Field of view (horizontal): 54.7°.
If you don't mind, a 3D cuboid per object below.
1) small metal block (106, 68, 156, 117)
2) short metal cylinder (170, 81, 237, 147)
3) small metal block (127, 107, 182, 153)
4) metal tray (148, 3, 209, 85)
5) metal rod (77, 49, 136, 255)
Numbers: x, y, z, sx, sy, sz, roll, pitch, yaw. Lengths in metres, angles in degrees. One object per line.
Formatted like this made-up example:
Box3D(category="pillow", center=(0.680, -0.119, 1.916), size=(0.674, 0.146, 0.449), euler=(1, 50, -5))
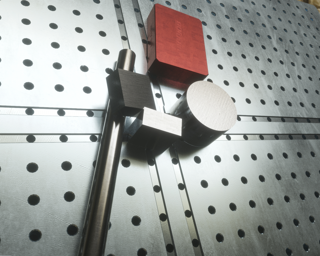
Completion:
Box3D(category="small metal block", center=(-0.036, -0.042, 0.384), size=(0.050, 0.025, 0.050), euler=(6, 64, -45))
Box3D(category="short metal cylinder", center=(0.061, -0.020, 0.439), size=(0.081, 0.050, 0.080), euler=(14, 56, -21))
Box3D(category="small metal block", center=(-0.007, 0.004, 0.387), size=(0.050, 0.050, 0.025), euler=(17, 55, -19))
Box3D(category="metal tray", center=(0.027, -0.136, 0.505), size=(0.091, 0.030, 0.130), euler=(12, 57, -22))
Box3D(category="metal rod", center=(-0.058, 0.020, 0.365), size=(0.025, 0.025, 0.300), euler=(18, 55, -19))
